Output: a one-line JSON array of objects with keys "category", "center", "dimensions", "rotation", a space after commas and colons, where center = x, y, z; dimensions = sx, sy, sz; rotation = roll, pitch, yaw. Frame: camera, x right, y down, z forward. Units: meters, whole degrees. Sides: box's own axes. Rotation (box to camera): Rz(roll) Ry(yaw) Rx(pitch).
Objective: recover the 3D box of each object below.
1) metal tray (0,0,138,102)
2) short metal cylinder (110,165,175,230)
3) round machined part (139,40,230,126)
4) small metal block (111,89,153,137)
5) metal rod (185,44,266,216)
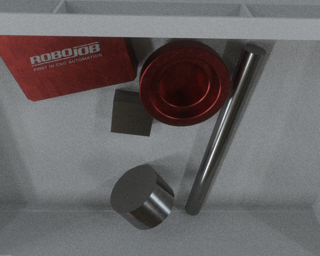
[{"category": "metal tray", "center": [-0.098, -0.083, 0.333], "dimensions": [0.131, 0.030, 0.090], "rotation": [-11, 130, 8]}, {"category": "short metal cylinder", "center": [-0.026, 0.102, 0.460], "dimensions": [0.080, 0.080, 0.050], "rotation": [-25, 126, 19]}, {"category": "round machined part", "center": [0.026, -0.053, 0.350], "dimensions": [0.099, 0.042, 0.097], "rotation": [-3, 127, -3]}, {"category": "small metal block", "center": [-0.034, -0.018, 0.393], "dimensions": [0.050, 0.025, 0.050], "rotation": [7, 130, -7]}, {"category": "metal rod", "center": [0.079, 0.027, 0.432], "dimensions": [0.025, 0.025, 0.298], "rotation": [7, 130, -6]}]
